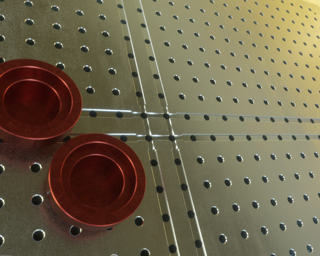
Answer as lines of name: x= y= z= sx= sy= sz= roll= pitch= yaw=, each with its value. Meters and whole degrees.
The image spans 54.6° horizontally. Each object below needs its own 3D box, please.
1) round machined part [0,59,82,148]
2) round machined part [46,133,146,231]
round machined part: x=-0.138 y=-0.023 z=0.335 sx=0.099 sy=0.042 sz=0.098 roll=15 pitch=56 yaw=-23
round machined part: x=-0.068 y=0.058 z=0.325 sx=0.099 sy=0.042 sz=0.098 roll=13 pitch=56 yaw=-21
